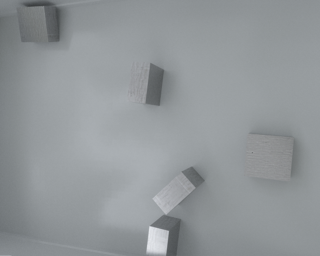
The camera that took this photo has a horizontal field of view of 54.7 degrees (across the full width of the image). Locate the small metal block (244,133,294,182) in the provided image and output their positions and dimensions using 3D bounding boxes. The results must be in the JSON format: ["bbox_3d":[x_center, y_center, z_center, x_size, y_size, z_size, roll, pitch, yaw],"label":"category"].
[{"bbox_3d":[0.128,0.033,0.365,0.050,0.025,0.050,5,92,20],"label":"small metal block"}]

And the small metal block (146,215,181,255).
[{"bbox_3d":[0.005,0.145,0.395,0.025,0.050,0.050,8,93,20],"label":"small metal block"}]

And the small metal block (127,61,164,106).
[{"bbox_3d":[-0.018,-0.056,0.403,0.025,0.050,0.050,8,93,20],"label":"small metal block"}]

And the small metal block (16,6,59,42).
[{"bbox_3d":[-0.184,-0.156,0.469,0.050,0.025,0.050,5,109,19],"label":"small metal block"}]

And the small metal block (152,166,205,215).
[{"bbox_3d":[0.025,0.077,0.388,0.050,0.050,0.025,-45,76,14],"label":"small metal block"}]
